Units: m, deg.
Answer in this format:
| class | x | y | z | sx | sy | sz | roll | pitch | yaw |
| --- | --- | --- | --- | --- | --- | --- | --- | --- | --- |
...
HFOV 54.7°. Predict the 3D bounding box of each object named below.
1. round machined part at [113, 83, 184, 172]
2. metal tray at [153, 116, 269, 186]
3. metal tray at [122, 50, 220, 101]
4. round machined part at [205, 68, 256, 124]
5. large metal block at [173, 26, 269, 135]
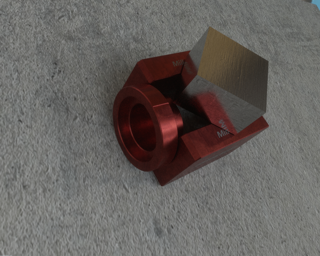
| class | x | y | z | sx | sy | sz | roll | pitch | yaw |
| --- | --- | --- | --- | --- | --- | --- | --- | --- | --- |
| round machined part | -0.011 | -0.003 | 0.355 | 0.042 | 0.097 | 0.098 | -17 | 71 | -35 |
| metal tray | 0.062 | 0.022 | 0.383 | 0.131 | 0.090 | 0.030 | -19 | 72 | -36 |
| metal tray | 0.014 | -0.060 | 0.411 | 0.131 | 0.090 | 0.030 | -20 | 73 | -36 |
| round machined part | 0.091 | -0.038 | 0.432 | 0.042 | 0.097 | 0.098 | -17 | 71 | -35 |
| large metal block | 0.069 | -0.052 | 0.341 | 0.080 | 0.050 | 0.080 | 26 | 52 | -12 |
